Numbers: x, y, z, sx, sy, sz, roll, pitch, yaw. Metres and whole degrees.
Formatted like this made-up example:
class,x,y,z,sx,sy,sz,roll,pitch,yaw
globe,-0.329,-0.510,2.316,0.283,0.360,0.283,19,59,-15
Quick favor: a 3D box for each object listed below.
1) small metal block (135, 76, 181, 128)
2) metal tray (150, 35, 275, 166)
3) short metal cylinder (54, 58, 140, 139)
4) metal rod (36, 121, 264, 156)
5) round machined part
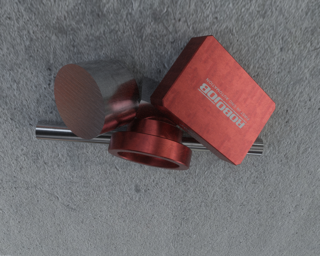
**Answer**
class,x,y,z,sx,sy,sz,roll,pitch,yaw
small metal block,-0.002,-0.030,0.365,0.050,0.050,0.025,18,128,-15
metal tray,0.064,-0.028,0.349,0.130,0.030,0.090,38,82,-28
short metal cylinder,-0.069,-0.033,0.337,0.080,0.050,0.079,16,117,34
metal rod,-0.010,0.015,0.421,0.302,0.025,0.025,5,130,-4
round machined part,-0.009,0.019,0.373,0.099,0.042,0.098,11,165,3
